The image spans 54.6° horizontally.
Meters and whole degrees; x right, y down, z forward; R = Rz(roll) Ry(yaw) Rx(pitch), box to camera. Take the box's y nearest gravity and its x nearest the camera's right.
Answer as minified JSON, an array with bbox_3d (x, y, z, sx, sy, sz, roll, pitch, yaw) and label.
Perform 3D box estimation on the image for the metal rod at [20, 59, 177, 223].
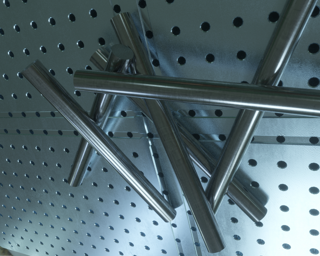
[{"bbox_3d":[-0.067,0.034,0.422,0.025,0.025,0.300,-17,124,35],"label":"metal rod"}]

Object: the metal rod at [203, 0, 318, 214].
[{"bbox_3d":[0.094,-0.005,0.338,0.025,0.025,0.298,24,121,13],"label":"metal rod"}]

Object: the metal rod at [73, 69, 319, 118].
[{"bbox_3d":[0.054,-0.034,0.307,0.301,0.025,0.025,8,122,15],"label":"metal rod"}]

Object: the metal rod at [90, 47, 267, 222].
[{"bbox_3d":[0.026,0.011,0.404,0.300,0.025,0.025,45,129,-3],"label":"metal rod"}]

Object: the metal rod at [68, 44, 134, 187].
[{"bbox_3d":[-0.096,0.005,0.443,0.025,0.025,0.298,36,136,4],"label":"metal rod"}]

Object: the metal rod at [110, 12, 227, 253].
[{"bbox_3d":[0.012,0.009,0.370,0.025,0.025,0.299,-20,96,35],"label":"metal rod"}]
